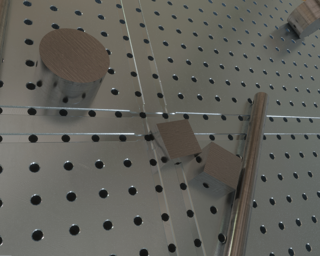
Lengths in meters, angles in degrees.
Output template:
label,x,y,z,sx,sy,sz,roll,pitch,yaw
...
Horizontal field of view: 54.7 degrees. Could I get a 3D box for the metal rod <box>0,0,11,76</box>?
label,x,y,z,sx,sy,sz,roll,pitch,yaw
metal rod,-0.198,-0.115,0.371,0.025,0.025,0.299,6,59,-25

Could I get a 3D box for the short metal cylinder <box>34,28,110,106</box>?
label,x,y,z,sx,sy,sz,roll,pitch,yaw
short metal cylinder,-0.108,-0.074,0.379,0.081,0.050,0.080,14,56,-21

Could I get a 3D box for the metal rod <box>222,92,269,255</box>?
label,x,y,z,sx,sy,sz,roll,pitch,yaw
metal rod,0.128,0.056,0.442,0.025,0.025,0.301,31,52,-9

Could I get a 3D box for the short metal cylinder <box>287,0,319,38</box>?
label,x,y,z,sx,sy,sz,roll,pitch,yaw
short metal cylinder,0.343,-0.254,0.713,0.081,0.080,0.050,-18,72,-35

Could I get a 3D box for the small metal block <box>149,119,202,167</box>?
label,x,y,z,sx,sy,sz,roll,pitch,yaw
small metal block,0.020,0.019,0.407,0.050,0.025,0.050,-9,67,-32

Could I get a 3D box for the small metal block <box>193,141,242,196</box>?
label,x,y,z,sx,sy,sz,roll,pitch,yaw
small metal block,0.079,0.054,0.417,0.050,0.025,0.050,30,52,-9
